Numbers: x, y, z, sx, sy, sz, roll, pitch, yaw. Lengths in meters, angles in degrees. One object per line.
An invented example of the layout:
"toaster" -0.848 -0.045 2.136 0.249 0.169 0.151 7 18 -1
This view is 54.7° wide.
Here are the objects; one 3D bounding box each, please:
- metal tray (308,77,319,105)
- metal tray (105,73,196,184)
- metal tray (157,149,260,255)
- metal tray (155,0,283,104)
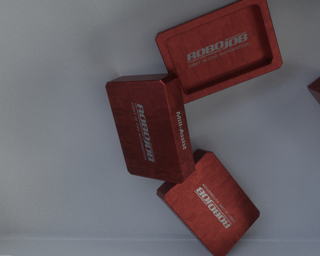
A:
"metal tray" 0.233 -0.011 0.355 0.030 0.130 0.090 -41 106 13
"metal tray" -0.011 0.001 0.383 0.090 0.030 0.129 4 115 36
"metal tray" 0.069 0.105 0.429 0.090 0.030 0.130 -43 107 -13
"metal tray" 0.070 -0.094 0.374 0.130 0.030 0.090 -21 109 7
